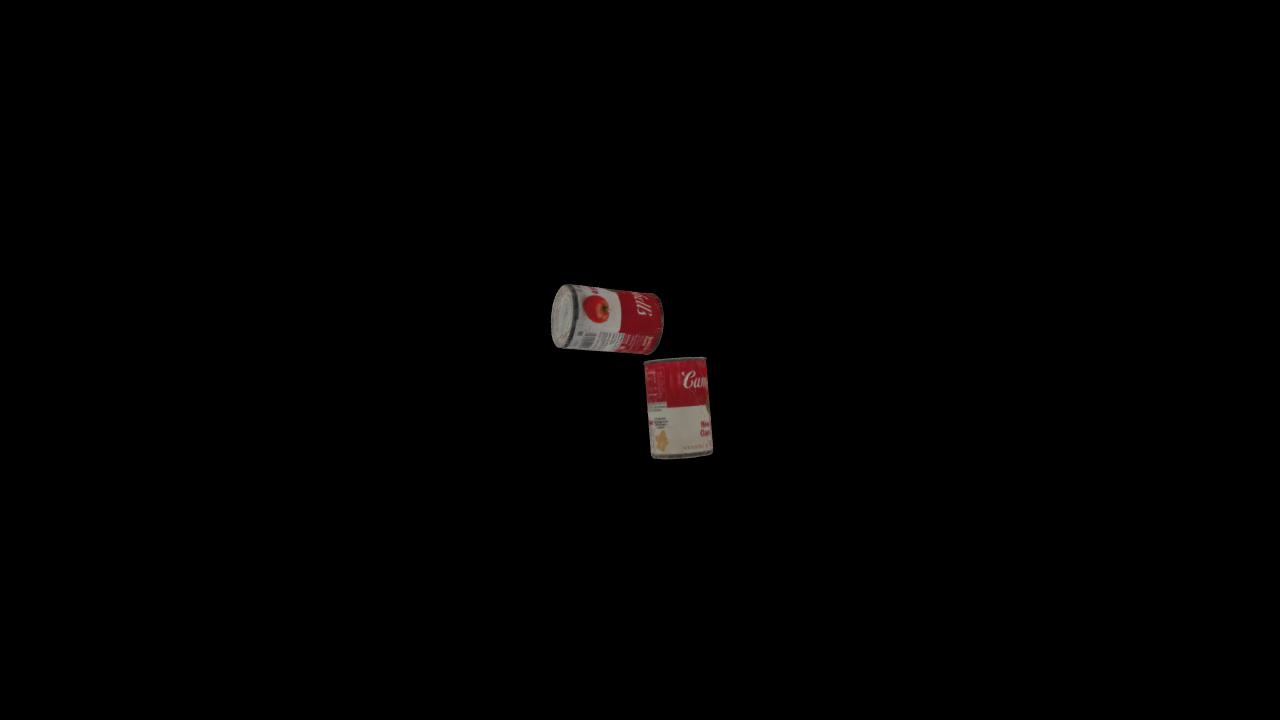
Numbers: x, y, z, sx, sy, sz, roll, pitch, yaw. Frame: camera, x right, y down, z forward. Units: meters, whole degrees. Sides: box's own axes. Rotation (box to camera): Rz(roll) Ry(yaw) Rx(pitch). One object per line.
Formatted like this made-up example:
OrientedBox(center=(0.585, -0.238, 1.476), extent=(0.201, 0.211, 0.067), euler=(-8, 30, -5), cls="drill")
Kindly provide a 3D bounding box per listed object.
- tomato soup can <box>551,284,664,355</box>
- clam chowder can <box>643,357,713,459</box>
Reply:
OrientedBox(center=(-0.035, -0.041, 0.640), extent=(0.101, 0.068, 0.068), euler=(3, -1, -27), cls="tomato soup can")
OrientedBox(center=(0.040, 0.050, 0.649), extent=(0.068, 0.102, 0.068), euler=(-4, -4, 0), cls="clam chowder can")
